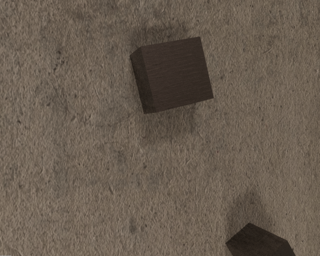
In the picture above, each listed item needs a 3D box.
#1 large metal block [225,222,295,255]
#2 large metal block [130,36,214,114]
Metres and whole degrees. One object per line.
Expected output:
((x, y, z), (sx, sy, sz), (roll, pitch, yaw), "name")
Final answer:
((0.151, 0.192, 0.438), (0.050, 0.080, 0.080), (-34, 102, -17), "large metal block")
((0.015, -0.067, 0.402), (0.081, 0.050, 0.080), (-15, 95, -20), "large metal block")
